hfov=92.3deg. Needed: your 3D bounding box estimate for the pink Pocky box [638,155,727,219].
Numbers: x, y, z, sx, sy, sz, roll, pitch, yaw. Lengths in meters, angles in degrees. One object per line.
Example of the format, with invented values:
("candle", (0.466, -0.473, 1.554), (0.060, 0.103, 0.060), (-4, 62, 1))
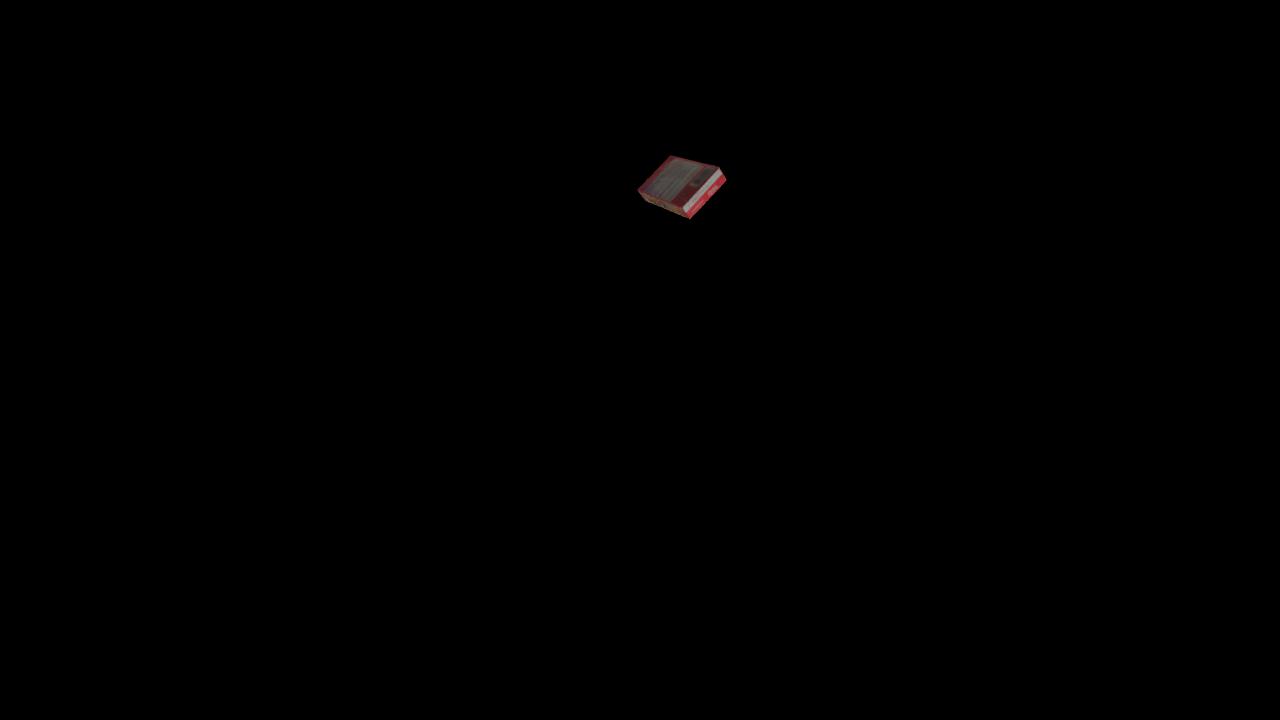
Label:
("pink Pocky box", (0.063, -0.275, 0.969), (0.029, 0.084, 0.155), (45, -2, -36))
